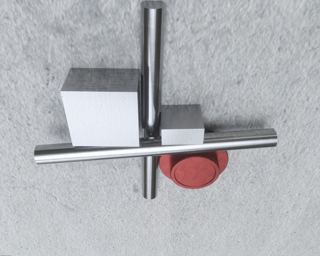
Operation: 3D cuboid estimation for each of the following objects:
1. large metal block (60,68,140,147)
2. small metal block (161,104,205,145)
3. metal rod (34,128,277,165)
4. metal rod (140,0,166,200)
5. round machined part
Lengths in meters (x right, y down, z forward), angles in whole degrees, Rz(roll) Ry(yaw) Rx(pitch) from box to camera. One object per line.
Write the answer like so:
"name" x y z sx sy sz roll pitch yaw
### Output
"large metal block" -0.065 -0.024 0.370 0.081 0.050 0.079 1 130 -1
"small metal block" 0.027 -0.005 0.388 0.050 0.050 0.025 -1 130 0
"metal rod" -0.003 0.023 0.396 0.302 0.025 0.025 -4 130 -3
"metal rod" -0.012 -0.008 0.401 0.025 0.025 0.298 1 130 -2
"round machined part" 0.048 0.050 0.440 0.099 0.042 0.097 -1 130 0
